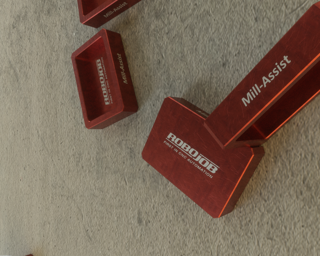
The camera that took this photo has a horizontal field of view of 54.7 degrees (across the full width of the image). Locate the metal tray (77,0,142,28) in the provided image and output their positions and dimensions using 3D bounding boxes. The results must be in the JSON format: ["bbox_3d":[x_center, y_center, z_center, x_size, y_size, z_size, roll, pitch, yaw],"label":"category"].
[{"bbox_3d":[-0.073,-0.218,0.462,0.130,0.030,0.090,-15,81,39],"label":"metal tray"}]

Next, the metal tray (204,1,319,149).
[{"bbox_3d":[0.109,-0.036,0.272,0.129,0.091,0.030,-50,61,28],"label":"metal tray"}]

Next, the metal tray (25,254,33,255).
[{"bbox_3d":[-0.294,0.331,0.644,0.129,0.030,0.090,-41,65,32],"label":"metal tray"}]

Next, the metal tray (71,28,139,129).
[{"bbox_3d":[-0.087,-0.072,0.473,0.090,0.030,0.129,-23,75,37],"label":"metal tray"}]

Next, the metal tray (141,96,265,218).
[{"bbox_3d":[0.044,0.030,0.366,0.130,0.030,0.089,36,112,34],"label":"metal tray"}]
